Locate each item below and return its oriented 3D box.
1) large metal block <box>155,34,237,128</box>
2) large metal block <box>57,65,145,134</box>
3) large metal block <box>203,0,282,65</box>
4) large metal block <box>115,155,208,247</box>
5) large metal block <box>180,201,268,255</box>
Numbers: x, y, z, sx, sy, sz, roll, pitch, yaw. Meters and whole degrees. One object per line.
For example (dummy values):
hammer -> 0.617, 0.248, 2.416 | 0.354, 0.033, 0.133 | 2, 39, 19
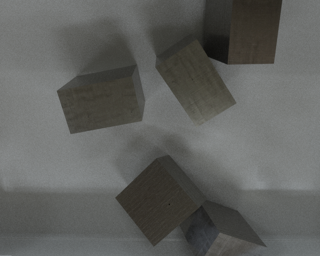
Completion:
large metal block -> 0.039, -0.058, 0.361 | 0.050, 0.080, 0.080 | -32, 107, 11
large metal block -> -0.064, -0.037, 0.368 | 0.080, 0.080, 0.050 | -10, 110, 4
large metal block -> 0.085, -0.115, 0.336 | 0.050, 0.080, 0.079 | -3, 110, -10
large metal block -> 0.002, 0.094, 0.416 | 0.080, 0.050, 0.080 | -45, 76, 14
large metal block -> 0.083, 0.147, 0.426 | 0.080, 0.080, 0.050 | 24, 103, -23
